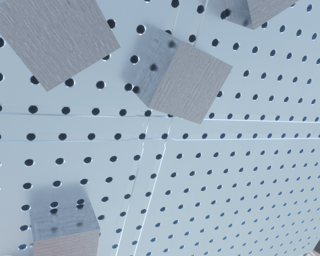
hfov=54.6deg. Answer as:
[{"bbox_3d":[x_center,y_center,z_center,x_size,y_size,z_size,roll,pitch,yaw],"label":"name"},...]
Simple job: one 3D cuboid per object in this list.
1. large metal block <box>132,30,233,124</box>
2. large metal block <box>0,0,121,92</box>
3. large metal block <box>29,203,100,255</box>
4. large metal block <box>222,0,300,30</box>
[{"bbox_3d":[0.026,-0.059,0.372,0.081,0.050,0.080,16,110,-35],"label":"large metal block"},{"bbox_3d":[-0.096,-0.094,0.284,0.080,0.050,0.080,-33,129,-6],"label":"large metal block"},{"bbox_3d":[-0.131,0.155,0.419,0.081,0.050,0.079,-2,120,-27],"label":"large metal block"},{"bbox_3d":[0.114,-0.172,0.350,0.080,0.050,0.080,-34,129,-6],"label":"large metal block"}]
